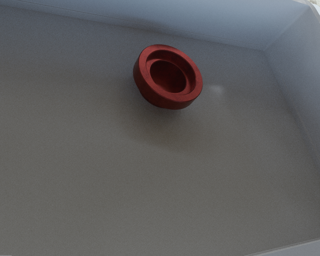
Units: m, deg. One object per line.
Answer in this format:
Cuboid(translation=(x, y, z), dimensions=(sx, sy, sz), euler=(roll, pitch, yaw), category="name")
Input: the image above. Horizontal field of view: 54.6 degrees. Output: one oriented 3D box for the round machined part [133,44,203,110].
Cuboid(translation=(0.008, -0.067, 0.439), dimensions=(0.099, 0.042, 0.098), euler=(13, 56, -21), category="round machined part")
